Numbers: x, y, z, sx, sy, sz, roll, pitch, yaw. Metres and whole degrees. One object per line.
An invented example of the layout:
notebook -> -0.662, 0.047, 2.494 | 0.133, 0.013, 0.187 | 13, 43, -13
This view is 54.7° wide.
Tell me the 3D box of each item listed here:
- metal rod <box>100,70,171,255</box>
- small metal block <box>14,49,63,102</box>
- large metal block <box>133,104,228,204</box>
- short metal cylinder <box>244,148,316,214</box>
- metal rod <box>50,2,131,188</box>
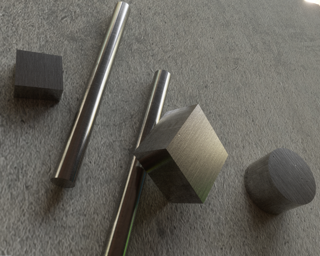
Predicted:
metal rod -> -0.025, 0.042, 0.364 | 0.025, 0.025, 0.300 | 24, 53, -14
small metal block -> -0.143, -0.061, 0.364 | 0.050, 0.025, 0.050 | 3, 60, -27
large metal block -> 0.028, 0.031, 0.364 | 0.080, 0.050, 0.080 | 57, 47, -21
short metal cylinder -> 0.166, 0.074, 0.432 | 0.081, 0.050, 0.080 | 14, 56, -21
metal rod -> -0.079, -0.066, 0.401 | 0.025, 0.025, 0.300 | 21, 54, -16
